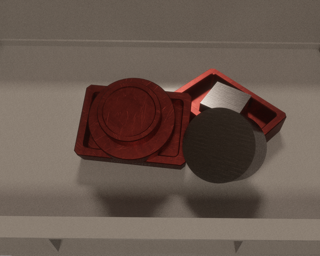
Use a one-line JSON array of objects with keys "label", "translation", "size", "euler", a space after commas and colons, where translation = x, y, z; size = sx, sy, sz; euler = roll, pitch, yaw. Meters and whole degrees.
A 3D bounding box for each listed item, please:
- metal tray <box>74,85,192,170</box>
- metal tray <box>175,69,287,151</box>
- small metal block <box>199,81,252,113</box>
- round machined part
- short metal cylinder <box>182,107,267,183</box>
[{"label": "metal tray", "translation": [-0.030, -0.002, 0.380], "size": [0.131, 0.030, 0.090], "euler": [6, 74, 4]}, {"label": "metal tray", "translation": [0.088, -0.022, 0.420], "size": [0.091, 0.030, 0.130], "euler": [-35, 59, -26]}, {"label": "small metal block", "translation": [0.087, -0.030, 0.415], "size": [0.050, 0.025, 0.050], "euler": [27, 55, 20]}, {"label": "round machined part", "translation": [-0.032, -0.012, 0.346], "size": [0.099, 0.042, 0.098], "euler": [-1, 73, 2]}, {"label": "short metal cylinder", "translation": [0.072, 0.020, 0.346], "size": [0.080, 0.050, 0.080], "euler": [-4, 83, 30]}]
